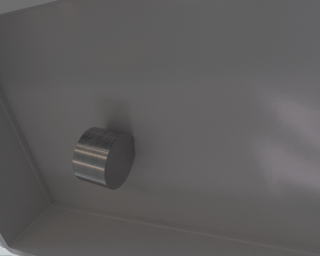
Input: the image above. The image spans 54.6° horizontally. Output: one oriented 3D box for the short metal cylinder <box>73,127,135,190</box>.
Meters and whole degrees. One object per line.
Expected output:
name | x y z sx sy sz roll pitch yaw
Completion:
short metal cylinder | -0.077 0.042 0.441 0.050 0.080 0.080 12 124 22
